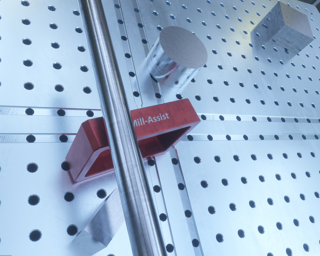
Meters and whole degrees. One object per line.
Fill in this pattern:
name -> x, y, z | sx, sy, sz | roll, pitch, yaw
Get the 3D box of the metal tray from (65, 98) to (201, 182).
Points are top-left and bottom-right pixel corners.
metal tray -> -0.029, 0.013, 0.343 | 0.131, 0.090, 0.030 | -15, 70, -34

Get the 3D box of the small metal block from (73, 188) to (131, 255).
small metal block -> -0.055, 0.093, 0.307 | 0.025, 0.050, 0.050 | 40, 51, -2

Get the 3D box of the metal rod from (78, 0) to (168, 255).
metal rod -> -0.039, -0.012, 0.278 | 0.025, 0.025, 0.299 | -2, 63, -30

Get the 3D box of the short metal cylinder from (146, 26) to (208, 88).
short metal cylinder -> 0.025, -0.108, 0.473 | 0.081, 0.050, 0.080 | 14, 56, -21

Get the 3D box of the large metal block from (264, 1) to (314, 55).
large metal block -> 0.282, -0.220, 0.682 | 0.081, 0.050, 0.080 | 17, 55, -19
